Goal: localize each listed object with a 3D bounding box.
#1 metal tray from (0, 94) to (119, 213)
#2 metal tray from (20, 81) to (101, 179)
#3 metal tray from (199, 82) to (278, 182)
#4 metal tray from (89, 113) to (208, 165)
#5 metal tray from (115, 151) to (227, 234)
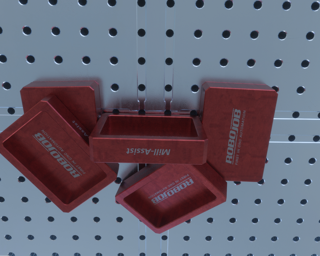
[{"bbox_3d":[-0.126,0.035,0.388,0.090,0.030,0.130,-36,107,11],"label":"metal tray"},{"bbox_3d":[-0.124,0.005,0.411,0.091,0.030,0.129,-1,111,0],"label":"metal tray"},{"bbox_3d":[0.097,0.007,0.414,0.091,0.030,0.129,3,110,-2],"label":"metal tray"},{"bbox_3d":[-0.013,0.010,0.381,0.131,0.090,0.030,1,110,-1],"label":"metal tray"},{"bbox_3d":[0.014,0.087,0.423,0.130,0.030,0.090,-37,108,30],"label":"metal tray"}]
